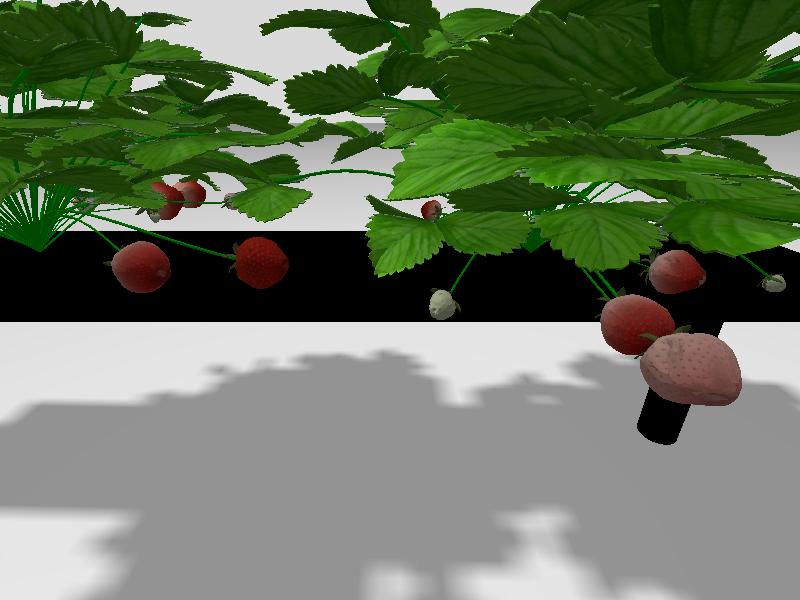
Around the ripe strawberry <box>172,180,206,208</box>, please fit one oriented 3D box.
[{"bbox_3d":[-0.271,-0.138,0.516,0.043,0.037,0.043,8,26,17],"label":"ripe strawberry"}]

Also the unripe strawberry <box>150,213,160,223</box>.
[{"bbox_3d":[-0.276,-0.093,0.452,0.010,0.011,0.011,13,29,26],"label":"unripe strawberry"}]

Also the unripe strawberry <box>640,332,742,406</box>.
[{"bbox_3d":[0.125,0.031,0.171,0.036,0.033,0.033,-1,26,-1],"label":"unripe strawberry"}]

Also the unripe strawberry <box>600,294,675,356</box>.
[{"bbox_3d":[0.124,0.014,0.207,0.036,0.031,0.036,-1,26,-1],"label":"unripe strawberry"}]

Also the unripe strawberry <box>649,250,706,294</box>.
[{"bbox_3d":[0.191,-0.018,0.275,0.035,0.031,0.032,-18,32,-33],"label":"unripe strawberry"}]

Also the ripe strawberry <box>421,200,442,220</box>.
[{"bbox_3d":[0.035,-0.102,0.457,0.022,0.025,0.024,-19,31,-34],"label":"ripe strawberry"}]

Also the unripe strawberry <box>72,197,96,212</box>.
[{"bbox_3d":[-0.395,-0.122,0.504,0.024,0.025,0.026,-10,11,-20],"label":"unripe strawberry"}]

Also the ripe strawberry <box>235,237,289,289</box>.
[{"bbox_3d":[-0.099,-0.027,0.292,0.038,0.037,0.035,9,27,16],"label":"ripe strawberry"}]

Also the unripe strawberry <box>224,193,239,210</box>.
[{"bbox_3d":[-0.212,-0.126,0.513,0.024,0.021,0.022,17,30,31],"label":"unripe strawberry"}]

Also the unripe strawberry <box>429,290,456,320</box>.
[{"bbox_3d":[0.025,0.004,0.245,0.016,0.018,0.018,18,45,32],"label":"unripe strawberry"}]

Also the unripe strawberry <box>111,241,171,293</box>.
[{"bbox_3d":[-0.178,-0.022,0.281,0.038,0.037,0.035,15,29,26],"label":"unripe strawberry"}]

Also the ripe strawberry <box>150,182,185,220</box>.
[{"bbox_3d":[-0.277,-0.118,0.474,0.042,0.044,0.046,10,27,20],"label":"ripe strawberry"}]

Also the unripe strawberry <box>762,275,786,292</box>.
[{"bbox_3d":[0.265,-0.011,0.283,0.011,0.012,0.013,-35,-11,-50],"label":"unripe strawberry"}]
